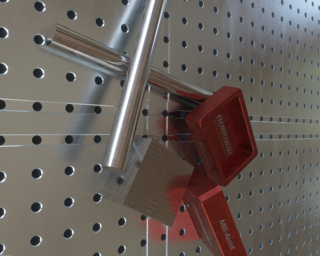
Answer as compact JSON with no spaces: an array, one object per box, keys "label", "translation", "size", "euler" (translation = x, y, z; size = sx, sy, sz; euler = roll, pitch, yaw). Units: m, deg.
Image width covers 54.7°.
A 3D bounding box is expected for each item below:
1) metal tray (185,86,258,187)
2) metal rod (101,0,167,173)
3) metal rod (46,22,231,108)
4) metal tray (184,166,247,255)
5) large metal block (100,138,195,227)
[{"label":"metal tray","translation":[0.098,0.013,0.469],"size":[0.090,0.030,0.129],"euler":[-38,122,-24]},{"label":"metal rod","translation":[-0.018,-0.094,0.365],"size":[0.025,0.025,0.299],"euler":[29,63,-37]},{"label":"metal rod","translation":[0.001,-0.063,0.411],"size":[0.302,0.025,0.025],"euler":[16,80,-39]},{"label":"metal tray","translation":[0.069,0.123,0.424],"size":[0.030,0.090,0.129],"euler":[-28,109,-12]},{"label":"large metal block","translation":[-0.014,0.066,0.384],"size":[0.080,0.050,0.080],"euler":[37,67,-34]}]
